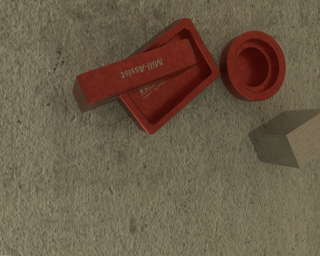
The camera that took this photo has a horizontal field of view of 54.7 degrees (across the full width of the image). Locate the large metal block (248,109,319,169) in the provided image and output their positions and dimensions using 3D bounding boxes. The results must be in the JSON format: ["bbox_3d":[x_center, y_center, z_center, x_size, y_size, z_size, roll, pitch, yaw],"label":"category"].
[{"bbox_3d":[0.193,0.013,0.453,0.081,0.080,0.050,-29,100,-18],"label":"large metal block"}]

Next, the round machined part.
[{"bbox_3d":[0.129,-0.086,0.449,0.099,0.042,0.097,0,90,-21],"label":"round machined part"}]

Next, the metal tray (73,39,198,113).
[{"bbox_3d":[-0.032,-0.059,0.362,0.131,0.090,0.030,-23,94,-19],"label":"metal tray"}]

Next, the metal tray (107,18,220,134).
[{"bbox_3d":[0.005,-0.066,0.397,0.130,0.030,0.090,-42,115,-13],"label":"metal tray"}]
